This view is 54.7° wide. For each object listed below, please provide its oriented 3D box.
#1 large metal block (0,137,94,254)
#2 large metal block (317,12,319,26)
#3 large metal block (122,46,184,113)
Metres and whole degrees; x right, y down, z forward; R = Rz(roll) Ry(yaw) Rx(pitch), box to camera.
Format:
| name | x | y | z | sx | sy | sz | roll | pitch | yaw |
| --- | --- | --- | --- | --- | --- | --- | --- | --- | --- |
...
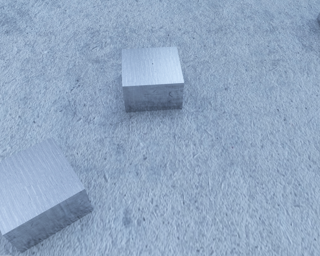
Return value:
| name | x | y | z | sx | sy | sz | roll | pitch | yaw |
| --- | --- | --- | --- | --- | --- | --- | --- | --- | --- |
| large metal block | -0.130 | 0.068 | 0.329 | 0.081 | 0.050 | 0.080 | -28 | 56 | -22 |
| large metal block | 0.339 | -0.194 | 0.552 | 0.080 | 0.050 | 0.080 | 5 | 50 | 4 |
| large metal block | -0.012 | -0.071 | 0.446 | 0.081 | 0.050 | 0.080 | -4 | 50 | -3 |
